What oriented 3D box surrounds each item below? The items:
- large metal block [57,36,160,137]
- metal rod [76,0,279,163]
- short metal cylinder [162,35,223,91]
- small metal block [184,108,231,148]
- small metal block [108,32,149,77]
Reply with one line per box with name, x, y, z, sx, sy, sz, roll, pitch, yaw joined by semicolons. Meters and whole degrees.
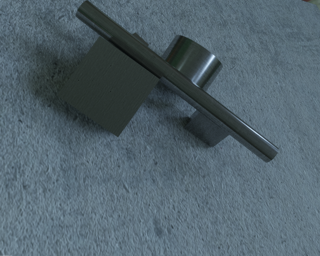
large metal block;-0.058;-0.047;0.365;0.080;0.050;0.080;35;91;-6
metal rod;0.025;-0.056;0.390;0.301;0.025;0.025;37;51;-4
short metal cylinder;0.041;-0.087;0.439;0.080;0.080;0.050;34;93;-7
small metal block;0.070;-0.006;0.429;0.050;0.050;0.025;35;51;-5
small metal block;-0.048;-0.096;0.424;0.025;0.050;0.050;44;51;1
